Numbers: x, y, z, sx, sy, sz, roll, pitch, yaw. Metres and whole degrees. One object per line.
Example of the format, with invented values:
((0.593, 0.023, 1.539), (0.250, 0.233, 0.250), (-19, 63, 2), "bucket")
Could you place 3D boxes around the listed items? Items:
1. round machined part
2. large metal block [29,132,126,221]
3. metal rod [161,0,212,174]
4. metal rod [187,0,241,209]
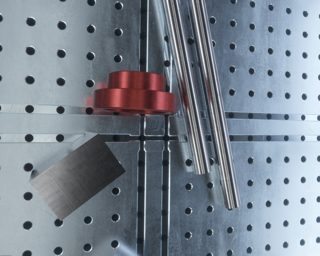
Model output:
((-0.028, -0.040, 0.364), (0.099, 0.098, 0.042), (3, 89, -20), "round machined part")
((-0.094, 0.049, 0.349), (0.080, 0.080, 0.050), (-37, 102, -16), "large metal block")
((0.031, -0.084, 0.425), (0.025, 0.025, 0.298), (-13, 95, -20), "metal rod")
((0.078, -0.033, 0.442), (0.025, 0.025, 0.298), (-12, 94, -20), "metal rod")
